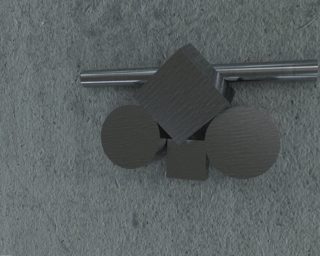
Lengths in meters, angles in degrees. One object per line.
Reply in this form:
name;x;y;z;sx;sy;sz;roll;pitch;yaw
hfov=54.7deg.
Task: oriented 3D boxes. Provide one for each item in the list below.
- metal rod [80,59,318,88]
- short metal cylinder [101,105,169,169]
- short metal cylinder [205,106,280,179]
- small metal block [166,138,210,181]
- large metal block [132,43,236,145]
metal rod;0.034;-0.068;0.398;0.301;0.025;0.025;1;91;19
short metal cylinder;-0.029;0.011;0.406;0.080;0.050;0.079;0;90;20
short metal cylinder;0.097;0.016;0.362;0.080;0.050;0.079;0;90;20
small metal block;0.037;0.039;0.398;0.050;0.025;0.050;2;91;20
large metal block;0.029;-0.040;0.368;0.080;0.050;0.080;47;119;-3
